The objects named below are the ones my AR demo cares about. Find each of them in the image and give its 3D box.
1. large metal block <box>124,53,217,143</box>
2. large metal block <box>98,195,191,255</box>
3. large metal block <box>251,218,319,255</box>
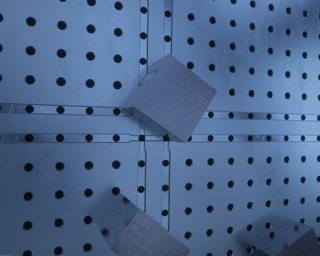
[{"bbox_3d":[0.013,-0.036,0.405,0.080,0.050,0.080,35,78,-17],"label":"large metal block"},{"bbox_3d":[-0.022,0.133,0.376,0.080,0.080,0.050,42,77,-16],"label":"large metal block"},{"bbox_3d":[0.200,0.200,0.476,0.081,0.050,0.080,-27,99,-18],"label":"large metal block"}]
